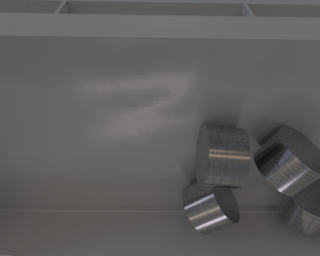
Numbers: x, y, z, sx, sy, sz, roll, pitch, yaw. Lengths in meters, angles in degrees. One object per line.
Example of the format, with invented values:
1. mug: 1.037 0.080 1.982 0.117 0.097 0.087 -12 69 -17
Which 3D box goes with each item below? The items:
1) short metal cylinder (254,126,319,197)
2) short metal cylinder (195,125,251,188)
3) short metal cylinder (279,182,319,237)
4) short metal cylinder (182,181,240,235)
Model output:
1. short metal cylinder: 0.173 0.043 0.411 0.080 0.080 0.050 24 126 -19
2. short metal cylinder: 0.079 0.037 0.405 0.050 0.080 0.079 5 130 -4
3. short metal cylinder: 0.231 0.118 0.475 0.081 0.080 0.050 2 130 -2
4. short metal cylinder: 0.078 0.114 0.471 0.050 0.080 0.080 -32 123 24
